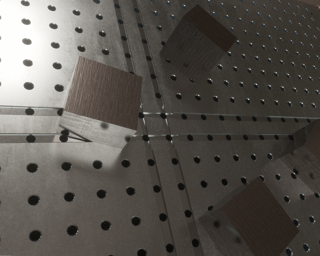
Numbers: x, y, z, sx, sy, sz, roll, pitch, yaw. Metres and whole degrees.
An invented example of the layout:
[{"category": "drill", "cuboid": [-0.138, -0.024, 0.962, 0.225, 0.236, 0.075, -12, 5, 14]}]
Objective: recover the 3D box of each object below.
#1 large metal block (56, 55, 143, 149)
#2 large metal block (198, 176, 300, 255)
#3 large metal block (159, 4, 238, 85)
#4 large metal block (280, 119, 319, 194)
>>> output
[{"category": "large metal block", "cuboid": [-0.071, -0.029, 0.373, 0.081, 0.050, 0.080, 16, 55, -20]}, {"category": "large metal block", "cuboid": [0.109, 0.119, 0.380, 0.081, 0.050, 0.080, -26, 76, -37]}, {"category": "large metal block", "cuboid": [0.059, -0.129, 0.485, 0.080, 0.080, 0.050, 40, 51, -2]}, {"category": "large metal block", "cuboid": [0.256, 0.045, 0.506, 0.080, 0.050, 0.080, 46, 51, 3]}]
